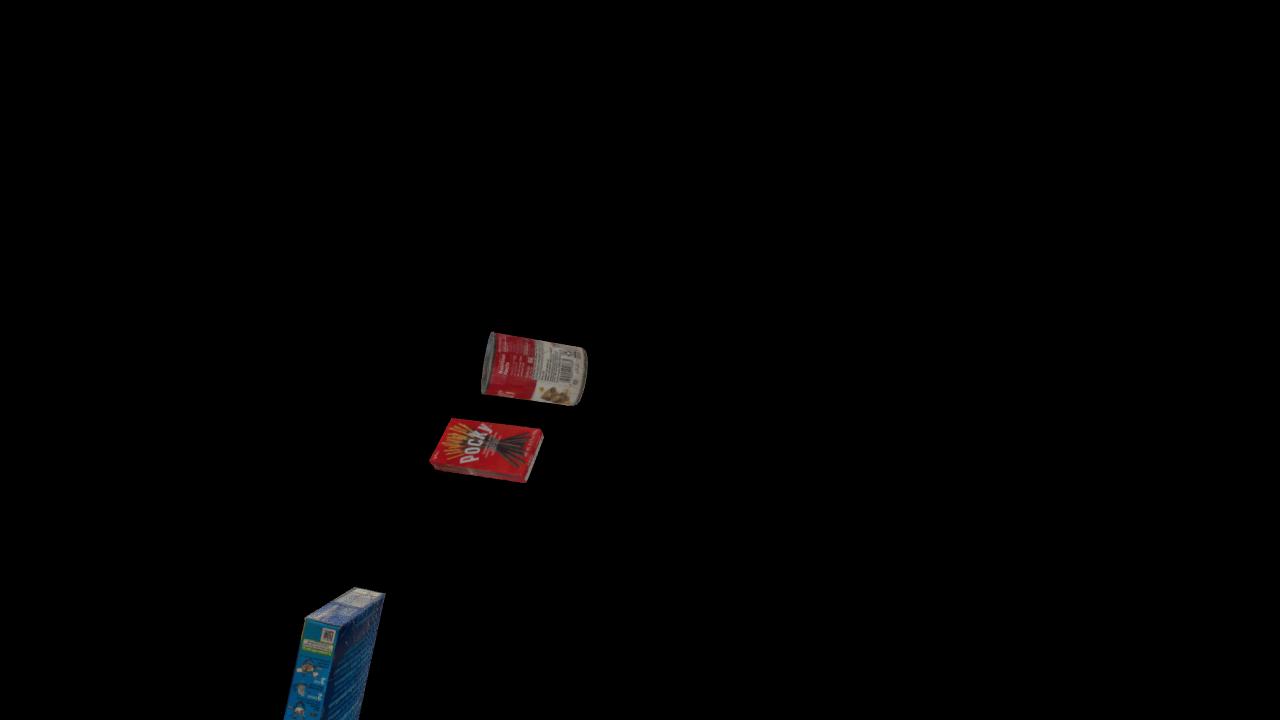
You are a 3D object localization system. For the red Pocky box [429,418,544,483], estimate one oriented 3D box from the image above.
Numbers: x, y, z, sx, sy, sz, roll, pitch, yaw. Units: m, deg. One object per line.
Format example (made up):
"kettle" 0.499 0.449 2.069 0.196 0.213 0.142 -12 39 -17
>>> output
"red Pocky box" -0.230 0.134 0.925 0.155 0.083 0.028 5 -38 15

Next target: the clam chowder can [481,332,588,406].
"clam chowder can" -0.114 0.011 0.663 0.102 0.068 0.068 9 -3 -19

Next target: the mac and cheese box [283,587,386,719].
"mac and cheese box" -0.297 0.323 0.586 0.041 0.184 0.093 12 -2 2
